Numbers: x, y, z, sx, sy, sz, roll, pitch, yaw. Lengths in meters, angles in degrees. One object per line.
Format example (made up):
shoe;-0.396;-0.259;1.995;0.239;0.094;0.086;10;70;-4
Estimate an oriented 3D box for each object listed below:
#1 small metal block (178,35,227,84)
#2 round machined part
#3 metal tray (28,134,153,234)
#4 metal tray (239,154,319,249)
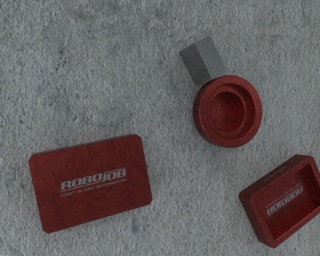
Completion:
small metal block;0.056;-0.090;0.416;0.025;0.050;0.050;-31;100;-17
round machined part;0.089;-0.022;0.433;0.099;0.042;0.097;0;90;-20
metal tray;-0.081;0.063;0.376;0.131;0.030;0.089;-11;94;-20
metal tray;0.195;0.110;0.478;0.131;0.030;0.090;-28;100;-18
